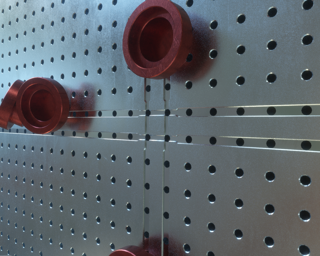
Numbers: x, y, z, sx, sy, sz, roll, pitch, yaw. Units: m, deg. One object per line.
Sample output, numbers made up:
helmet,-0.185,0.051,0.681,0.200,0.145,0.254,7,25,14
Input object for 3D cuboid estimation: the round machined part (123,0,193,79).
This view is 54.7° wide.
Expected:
round machined part,0.001,-0.110,0.396,0.098,0.042,0.097,0,90,39

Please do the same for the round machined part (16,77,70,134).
round machined part,-0.200,-0.040,0.547,0.098,0.042,0.097,2,96,20

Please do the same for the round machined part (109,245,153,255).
round machined part,-0.030,0.209,0.421,0.098,0.042,0.097,0,90,39

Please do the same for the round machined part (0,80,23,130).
round machined part,-0.271,-0.041,0.596,0.097,0.042,0.098,-58,16,29
